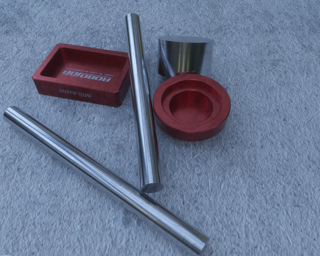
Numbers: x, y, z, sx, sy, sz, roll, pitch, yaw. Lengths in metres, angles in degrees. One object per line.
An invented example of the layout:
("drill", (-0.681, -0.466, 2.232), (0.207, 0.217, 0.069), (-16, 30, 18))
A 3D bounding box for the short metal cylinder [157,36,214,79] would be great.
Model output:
("short metal cylinder", (0.037, -0.106, 0.456), (0.081, 0.050, 0.080), (2, 23, -1))

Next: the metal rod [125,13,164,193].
("metal rod", (-0.027, -0.056, 0.417), (0.025, 0.025, 0.299), (-5, 54, -5))

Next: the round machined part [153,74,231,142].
("round machined part", (0.040, -0.022, 0.408), (0.099, 0.042, 0.098), (0, 54, 0))

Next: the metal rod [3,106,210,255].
("metal rod", (-0.078, 0.050, 0.360), (0.300, 0.025, 0.025), (29, 56, 22))

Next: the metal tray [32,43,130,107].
("metal tray", (-0.110, -0.083, 0.468), (0.131, 0.030, 0.090), (10, 51, 8))
